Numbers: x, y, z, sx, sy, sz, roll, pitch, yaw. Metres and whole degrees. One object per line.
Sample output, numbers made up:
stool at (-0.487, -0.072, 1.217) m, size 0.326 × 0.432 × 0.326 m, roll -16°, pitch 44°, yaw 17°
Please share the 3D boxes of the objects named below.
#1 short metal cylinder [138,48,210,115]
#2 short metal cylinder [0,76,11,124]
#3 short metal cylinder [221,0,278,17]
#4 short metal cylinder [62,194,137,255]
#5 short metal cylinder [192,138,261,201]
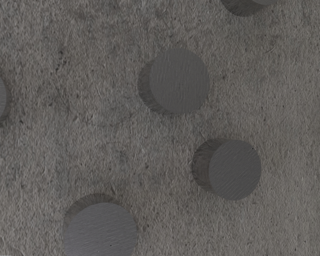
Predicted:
short metal cylinder at (0.017, -0.058, 0.402) m, size 0.081 × 0.050 × 0.080 m, roll 0°, pitch 90°, yaw -20°
short metal cylinder at (-0.201, -0.031, 0.321) m, size 0.081 × 0.050 × 0.080 m, roll 0°, pitch 90°, yaw -20°
short metal cylinder at (0.131, -0.207, 0.443) m, size 0.081 × 0.050 × 0.080 m, roll 0°, pitch 90°, yaw -20°
short metal cylinder at (-0.073, 0.123, 0.369) m, size 0.081 × 0.050 × 0.080 m, roll 0°, pitch 90°, yaw -20°
short metal cylinder at (0.091, 0.055, 0.429) m, size 0.081 × 0.050 × 0.080 m, roll 0°, pitch 90°, yaw -20°
